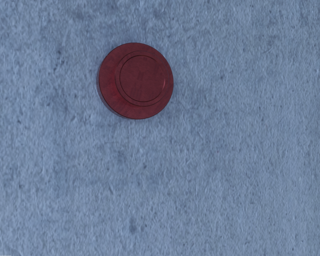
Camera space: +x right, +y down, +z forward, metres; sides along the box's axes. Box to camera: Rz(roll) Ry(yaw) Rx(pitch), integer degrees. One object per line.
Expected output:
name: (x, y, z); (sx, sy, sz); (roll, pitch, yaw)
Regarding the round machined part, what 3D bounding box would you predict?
round machined part: (-0.028, -0.059, 0.391); (0.099, 0.042, 0.097); (0, 90, -21)
